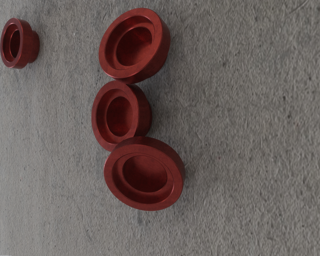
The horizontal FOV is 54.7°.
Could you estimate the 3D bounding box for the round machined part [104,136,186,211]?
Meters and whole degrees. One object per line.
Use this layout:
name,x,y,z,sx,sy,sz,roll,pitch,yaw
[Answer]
round machined part,-0.017,0.052,0.388,0.098,0.042,0.097,6,118,11

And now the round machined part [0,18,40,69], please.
round machined part,-0.280,-0.168,0.625,0.098,0.042,0.097,0,90,40

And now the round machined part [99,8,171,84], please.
round machined part,-0.029,-0.103,0.406,0.098,0.042,0.098,-10,69,28

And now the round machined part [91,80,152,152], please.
round machined part,-0.049,-0.016,0.434,0.098,0.042,0.097,-1,89,41
